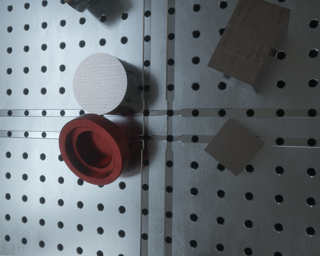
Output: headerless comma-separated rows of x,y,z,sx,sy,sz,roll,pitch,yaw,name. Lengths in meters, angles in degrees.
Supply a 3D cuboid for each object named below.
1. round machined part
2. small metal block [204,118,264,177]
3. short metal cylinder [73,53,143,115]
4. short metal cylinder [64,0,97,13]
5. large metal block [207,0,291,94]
-0.084,0.025,0.421,0.098,0.042,0.097,10,116,20,round machined part
0.091,0.023,0.380,0.050,0.025,0.050,40,102,15,small metal block
-0.070,-0.058,0.424,0.080,0.050,0.080,0,90,20,short metal cylinder
-0.115,-0.208,0.424,0.050,0.080,0.080,-36,79,17,short metal cylinder
0.101,-0.089,0.348,0.050,0.080,0.080,28,99,18,large metal block
